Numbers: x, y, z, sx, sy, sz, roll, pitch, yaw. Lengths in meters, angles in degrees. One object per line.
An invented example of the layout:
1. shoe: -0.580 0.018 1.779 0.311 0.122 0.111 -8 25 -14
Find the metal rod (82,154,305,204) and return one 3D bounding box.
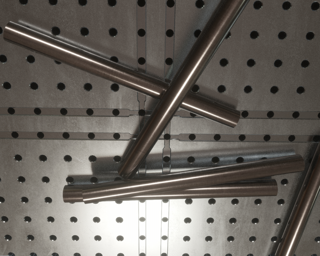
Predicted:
1. metal rod: 0.047 0.070 0.427 0.302 0.025 0.025 -8 110 -3

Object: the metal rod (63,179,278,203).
1. metal rod: 0.015 0.090 0.446 0.302 0.025 0.025 -2 110 0

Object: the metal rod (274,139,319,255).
1. metal rod: 0.206 0.155 0.473 0.025 0.025 0.298 10 110 -4

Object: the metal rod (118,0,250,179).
1. metal rod: 0.022 -0.046 0.364 0.025 0.025 0.298 27 120 -10

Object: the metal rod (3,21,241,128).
1. metal rod: -0.040 -0.063 0.389 0.302 0.025 0.025 20 109 -8
